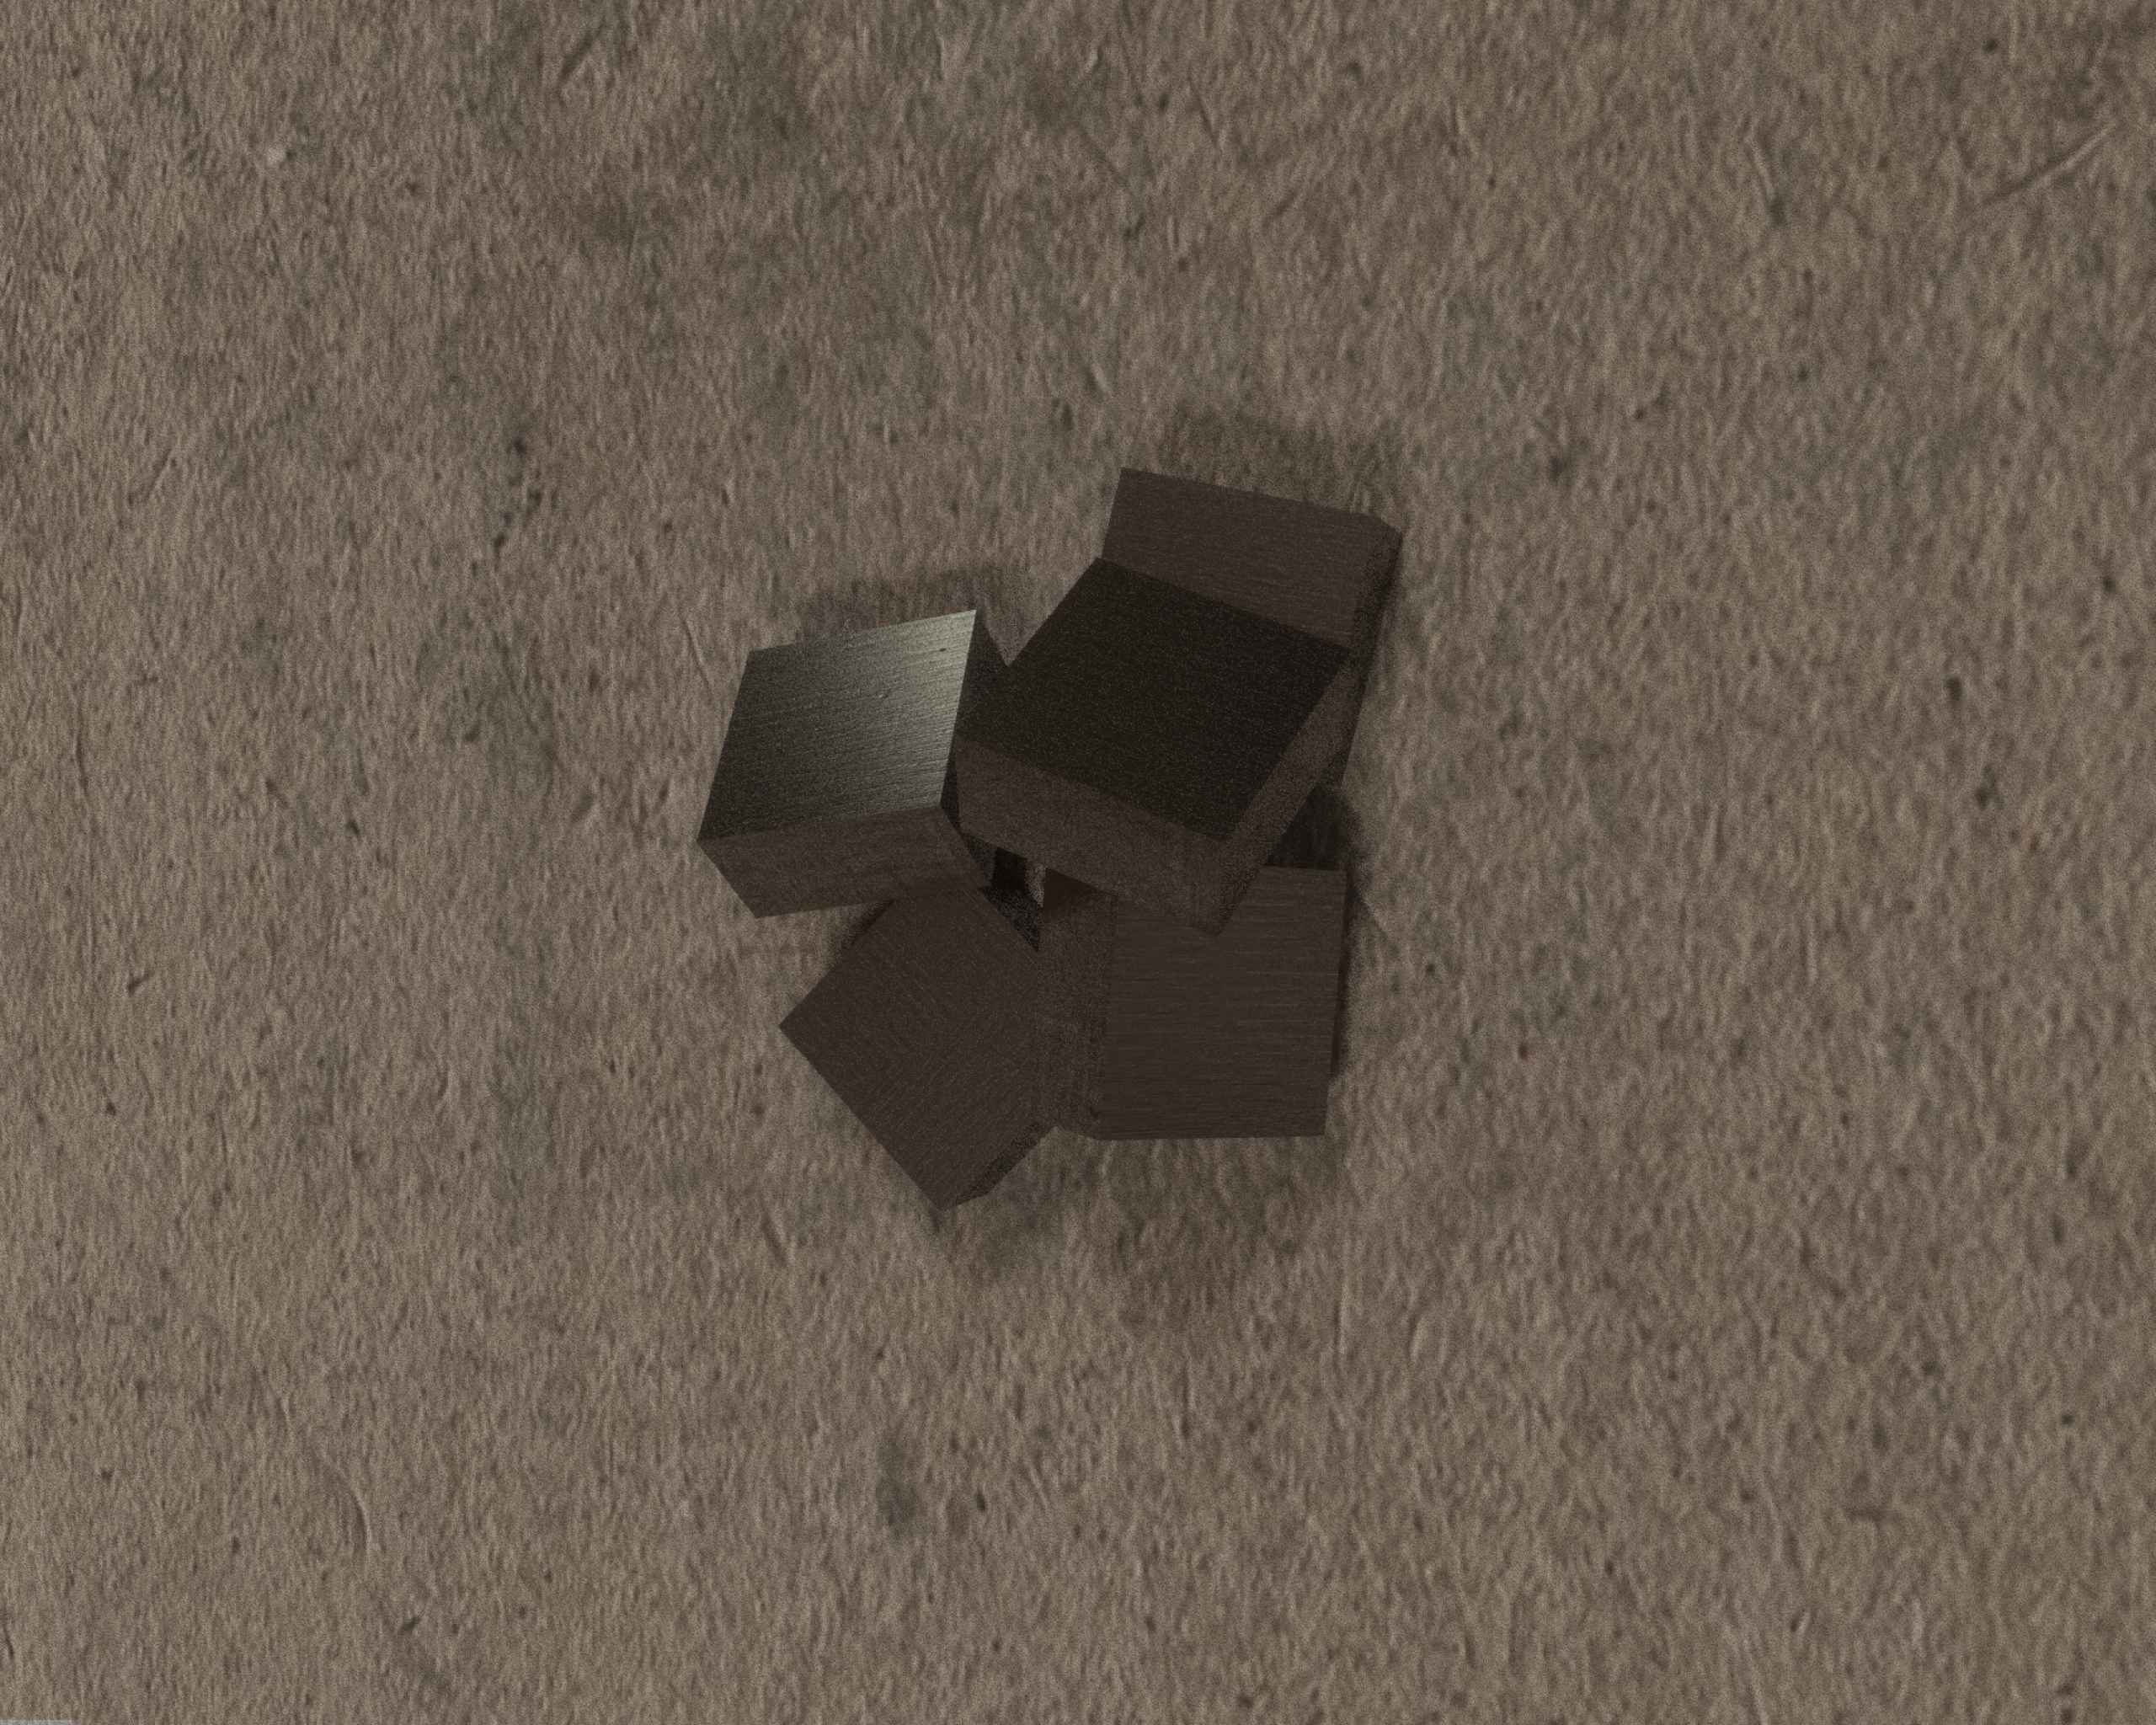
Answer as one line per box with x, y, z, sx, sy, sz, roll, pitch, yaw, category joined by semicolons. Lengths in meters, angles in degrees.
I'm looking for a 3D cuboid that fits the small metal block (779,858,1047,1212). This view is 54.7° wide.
-0.022;0.033;0.417;0.050;0.025;0.050;-46;76;14;small metal block

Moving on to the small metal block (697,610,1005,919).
-0.042;-0.019;0.411;0.050;0.025;0.050;-8;50;19;small metal block

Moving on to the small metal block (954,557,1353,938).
0.014;-0.021;0.364;0.050;0.025;0.050;23;54;18;small metal block

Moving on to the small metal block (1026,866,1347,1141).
0.020;0.024;0.387;0.025;0.050;0.050;6;92;58;small metal block

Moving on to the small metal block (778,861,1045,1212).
-0.022;0.033;0.417;0.050;0.025;0.050;-46;76;14;small metal block

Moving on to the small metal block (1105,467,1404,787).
0.030;-0.045;0.399;0.050;0.025;0.050;15;95;19;small metal block
